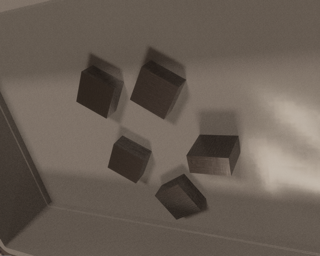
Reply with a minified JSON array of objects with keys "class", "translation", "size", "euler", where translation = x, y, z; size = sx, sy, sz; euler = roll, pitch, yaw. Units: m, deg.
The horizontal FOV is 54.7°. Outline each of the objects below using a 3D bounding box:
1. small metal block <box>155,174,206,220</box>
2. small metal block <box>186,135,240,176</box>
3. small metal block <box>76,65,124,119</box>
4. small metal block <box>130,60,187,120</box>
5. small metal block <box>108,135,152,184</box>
[{"class":"small metal block","translation":[0.030,0.102,0.455],"size":[0.050,0.025,0.050],"euler":[49,128,-7]},{"class":"small metal block","translation":[0.066,0.032,0.376],"size":[0.050,0.050,0.025],"euler":[1,119,27]},{"class":"small metal block","translation":[-0.082,-0.049,0.420],"size":[0.050,0.025,0.050],"euler":[29,128,9]},{"class":"small metal block","translation":[-0.003,-0.047,0.380],"size":[0.050,0.025,0.050],"euler":[31,128,8]},{"class":"small metal block","translation":[-0.046,0.047,0.460],"size":[0.050,0.025,0.050],"euler":[28,128,10]}]
